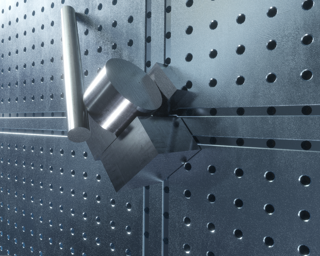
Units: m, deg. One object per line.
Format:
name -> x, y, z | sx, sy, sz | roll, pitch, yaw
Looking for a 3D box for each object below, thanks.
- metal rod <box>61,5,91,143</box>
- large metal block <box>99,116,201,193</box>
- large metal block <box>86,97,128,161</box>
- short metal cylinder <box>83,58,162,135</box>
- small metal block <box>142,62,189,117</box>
metal rod -> -0.125, -0.097, 0.442 | 0.025, 0.025, 0.300 | -49, 40, 29
large metal block -> -0.012, 0.031, 0.379 | 0.080, 0.081, 0.050 | -45, 64, 30
large metal block -> -0.059, -0.006, 0.421 | 0.050, 0.081, 0.080 | -45, 63, 30
short metal cylinder -> -0.045, -0.038, 0.375 | 0.050, 0.081, 0.080 | -44, 64, 31
small metal block -> 0.002, -0.049, 0.407 | 0.050, 0.025, 0.050 | -49, 62, 28
